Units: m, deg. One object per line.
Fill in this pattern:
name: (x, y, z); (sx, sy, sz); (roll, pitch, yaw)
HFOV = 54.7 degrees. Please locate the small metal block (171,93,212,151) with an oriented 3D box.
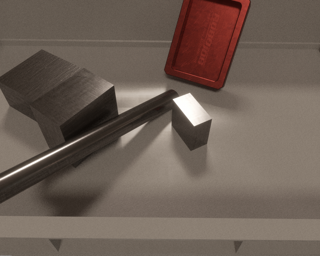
small metal block: (0.039, -0.008, 0.396); (0.025, 0.050, 0.050); (-22, 54, -18)

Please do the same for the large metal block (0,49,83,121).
large metal block: (-0.161, -0.056, 0.434); (0.080, 0.050, 0.080); (27, 55, 20)

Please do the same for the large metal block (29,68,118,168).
large metal block: (-0.098, -0.012, 0.378); (0.050, 0.080, 0.080); (31, 57, 23)

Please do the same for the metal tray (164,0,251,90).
metal tray: (0.068, -0.130, 0.451); (0.090, 0.129, 0.030); (19, 14, 12)

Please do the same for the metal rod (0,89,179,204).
metal rod: (-0.081, 0.016, 0.347); (0.025, 0.025, 0.302); (36, 45, 26)
